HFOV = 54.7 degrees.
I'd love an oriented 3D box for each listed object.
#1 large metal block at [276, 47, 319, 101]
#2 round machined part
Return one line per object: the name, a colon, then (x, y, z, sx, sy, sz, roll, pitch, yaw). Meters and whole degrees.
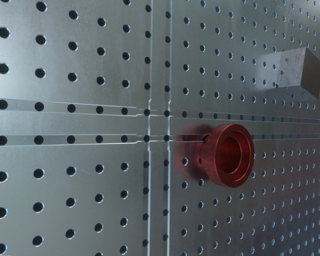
large metal block: (0.285, -0.107, 0.632, 0.080, 0.050, 0.080, 21, 77, -38)
round machined part: (0.101, 0.042, 0.483, 0.099, 0.042, 0.097, 0, 90, -40)
